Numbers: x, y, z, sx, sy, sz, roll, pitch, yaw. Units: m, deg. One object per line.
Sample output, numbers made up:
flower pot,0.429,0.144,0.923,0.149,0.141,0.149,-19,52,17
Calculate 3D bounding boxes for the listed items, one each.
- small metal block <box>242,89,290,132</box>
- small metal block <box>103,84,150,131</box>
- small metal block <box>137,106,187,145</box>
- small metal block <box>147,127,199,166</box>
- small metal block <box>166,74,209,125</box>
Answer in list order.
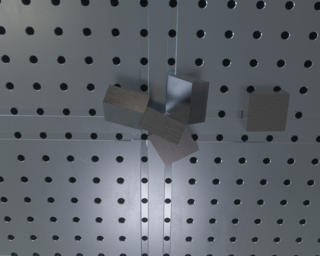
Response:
small metal block,0.137,-0.023,0.406,0.050,0.025,0.050,-1,110,0
small metal block,-0.042,-0.024,0.387,0.050,0.050,0.025,15,65,0
small metal block,0.005,-0.004,0.374,0.050,0.050,0.025,25,95,4
small metal block,0.018,0.016,0.419,0.050,0.025,0.050,-28,108,9
small metal block,0.032,-0.037,0.384,0.025,0.050,0.050,-9,114,-31
